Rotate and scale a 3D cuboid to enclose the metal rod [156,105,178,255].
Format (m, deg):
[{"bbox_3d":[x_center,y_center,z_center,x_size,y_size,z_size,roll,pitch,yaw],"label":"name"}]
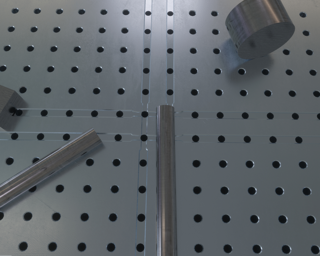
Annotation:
[{"bbox_3d":[0.008,0.114,0.369,0.025,0.025,0.299,0,70,0],"label":"metal rod"}]

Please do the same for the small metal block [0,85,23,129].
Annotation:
[{"bbox_3d":[-0.227,-0.033,0.422,0.050,0.025,0.050,21,71,7],"label":"small metal block"}]

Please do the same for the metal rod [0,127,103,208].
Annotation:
[{"bbox_3d":[-0.206,0.090,0.377,0.301,0.025,0.025,-33,74,-12],"label":"metal rod"}]

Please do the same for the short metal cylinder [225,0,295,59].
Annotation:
[{"bbox_3d":[0.139,-0.141,0.435,0.081,0.080,0.050,-15,71,-6],"label":"short metal cylinder"}]
